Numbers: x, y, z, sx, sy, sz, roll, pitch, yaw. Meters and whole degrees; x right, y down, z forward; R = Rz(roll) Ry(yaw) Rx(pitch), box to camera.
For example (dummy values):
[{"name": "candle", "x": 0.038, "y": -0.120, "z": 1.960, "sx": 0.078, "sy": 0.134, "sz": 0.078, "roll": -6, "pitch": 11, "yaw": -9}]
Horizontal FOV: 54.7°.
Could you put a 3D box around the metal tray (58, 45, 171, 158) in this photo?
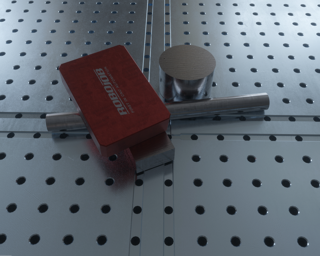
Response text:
[{"name": "metal tray", "x": -0.058, "y": -0.038, "z": 0.385, "sx": 0.091, "sy": 0.030, "sz": 0.130, "roll": -25, "pitch": 66, "yaw": -19}]

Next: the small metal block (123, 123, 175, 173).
[{"name": "small metal block", "x": -0.015, "y": 0.022, "z": 0.387, "sx": 0.050, "sy": 0.025, "sz": 0.050, "roll": -18, "pitch": 53, "yaw": -15}]

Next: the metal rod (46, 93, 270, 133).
[{"name": "metal rod", "x": 0.001, "y": -0.022, "z": 0.426, "sx": 0.302, "sy": 0.025, "sz": 0.025, "roll": -6, "pitch": 50, "yaw": -6}]

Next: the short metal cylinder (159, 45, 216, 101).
[{"name": "short metal cylinder", "x": 0.039, "y": -0.078, "z": 0.457, "sx": 0.081, "sy": 0.050, "sz": 0.080, "roll": 0, "pitch": 50, "yaw": 0}]

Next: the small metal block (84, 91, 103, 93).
[{"name": "small metal block", "x": -0.096, "y": -0.070, "z": 0.448, "sx": 0.050, "sy": 0.050, "sz": 0.025, "roll": -25, "pitch": 55, "yaw": -20}]
